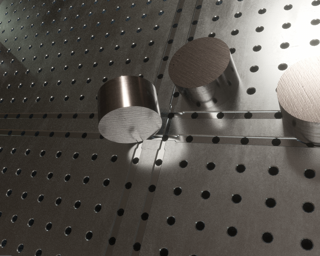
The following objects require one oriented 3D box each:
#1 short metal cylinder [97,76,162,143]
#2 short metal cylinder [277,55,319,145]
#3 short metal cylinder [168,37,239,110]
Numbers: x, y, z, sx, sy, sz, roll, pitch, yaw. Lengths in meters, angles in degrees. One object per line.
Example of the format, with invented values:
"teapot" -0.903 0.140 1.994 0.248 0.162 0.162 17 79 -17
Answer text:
"short metal cylinder" -0.041 -0.022 0.407 0.080 0.080 0.050 -21 54 15
"short metal cylinder" 0.167 -0.028 0.322 0.080 0.050 0.080 -13 56 20
"short metal cylinder" 0.058 -0.071 0.405 0.080 0.050 0.080 -13 56 21
